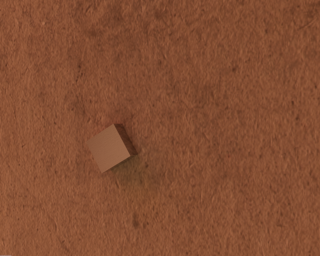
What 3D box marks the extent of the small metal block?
[{"bbox_3d":[-0.067,0.028,0.433,0.050,0.025,0.050,-32,80,17],"label":"small metal block"}]
